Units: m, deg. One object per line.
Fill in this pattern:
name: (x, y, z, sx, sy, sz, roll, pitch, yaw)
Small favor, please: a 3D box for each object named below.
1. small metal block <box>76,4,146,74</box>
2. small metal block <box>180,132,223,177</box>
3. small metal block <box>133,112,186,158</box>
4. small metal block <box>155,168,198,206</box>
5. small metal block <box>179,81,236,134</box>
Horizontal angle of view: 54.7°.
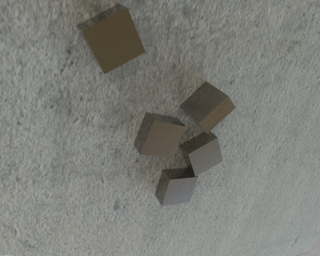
small metal block: (-0.050, -0.093, 0.323, 0.050, 0.025, 0.050, -31, 129, -9)
small metal block: (0.063, 0.038, 0.467, 0.050, 0.025, 0.050, -29, 129, -11)
small metal block: (-0.001, 0.010, 0.414, 0.050, 0.025, 0.050, 9, 114, -33)
small metal block: (0.026, 0.090, 0.479, 0.050, 0.025, 0.050, 0, 119, -29)
small metal block: (0.062, -0.028, 0.409, 0.050, 0.050, 0.025, -43, 130, 1)
